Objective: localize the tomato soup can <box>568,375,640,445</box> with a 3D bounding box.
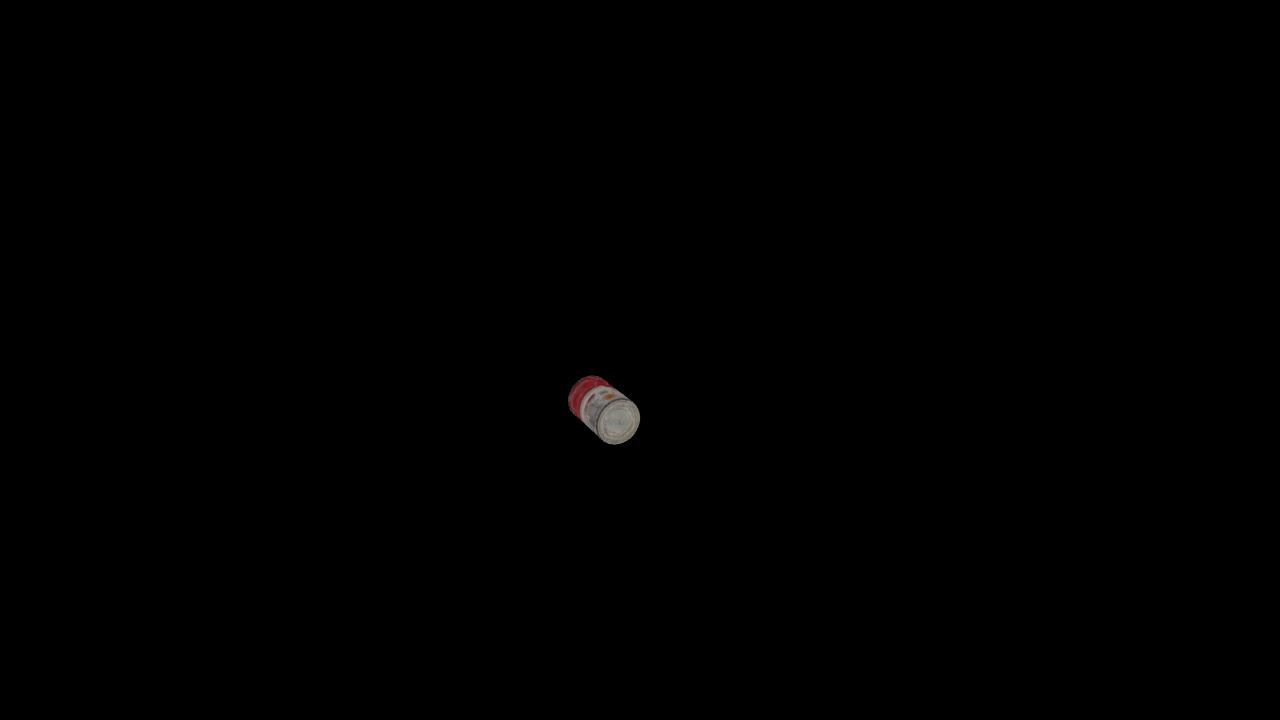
[{"bbox_3d":[-0.051,0.068,0.859,0.068,0.068,0.101,0,16,-29],"label":"tomato soup can"}]
